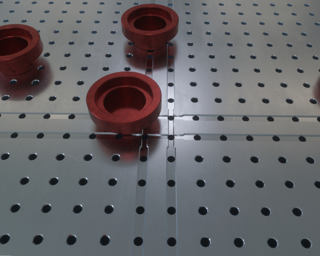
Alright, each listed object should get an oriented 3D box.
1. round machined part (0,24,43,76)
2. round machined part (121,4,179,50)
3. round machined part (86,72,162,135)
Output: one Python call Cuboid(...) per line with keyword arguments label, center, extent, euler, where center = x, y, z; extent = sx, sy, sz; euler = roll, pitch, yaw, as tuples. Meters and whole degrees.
Cuboid(label="round machined part", center=(-0.238, -0.122, 0.498), extent=(0.099, 0.042, 0.098), euler=(0, 50, 0))
Cuboid(label="round machined part", center=(-0.017, -0.173, 0.542), extent=(0.099, 0.042, 0.098), euler=(0, 50, 0))
Cuboid(label="round machined part", center=(-0.047, -0.030, 0.421), extent=(0.099, 0.042, 0.098), euler=(0, 50, 0))
